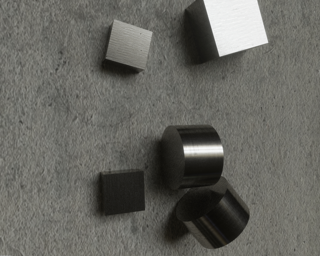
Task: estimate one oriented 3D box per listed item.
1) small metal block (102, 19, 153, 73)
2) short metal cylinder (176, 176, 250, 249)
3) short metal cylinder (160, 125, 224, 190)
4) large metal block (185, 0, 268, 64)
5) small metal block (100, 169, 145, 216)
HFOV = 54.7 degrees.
[{"bbox_3d":[-0.042,-0.103,0.394,0.050,0.025,0.050,13,86,-20],"label":"small metal block"},{"bbox_3d":[0.068,0.108,0.406,0.080,0.080,0.050,-42,104,-15],"label":"short metal cylinder"},{"bbox_3d":[0.038,0.036,0.394,0.050,0.080,0.080,-2,91,-20],"label":"short metal cylinder"},{"bbox_3d":[0.092,-0.142,0.430,0.081,0.050,0.080,-20,97,-19],"label":"large metal block"},{"bbox_3d":[-0.047,0.080,0.392,0.050,0.025,0.050,-2,91,-20],"label":"small metal block"}]
